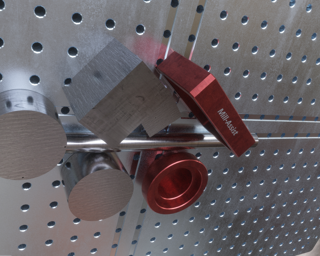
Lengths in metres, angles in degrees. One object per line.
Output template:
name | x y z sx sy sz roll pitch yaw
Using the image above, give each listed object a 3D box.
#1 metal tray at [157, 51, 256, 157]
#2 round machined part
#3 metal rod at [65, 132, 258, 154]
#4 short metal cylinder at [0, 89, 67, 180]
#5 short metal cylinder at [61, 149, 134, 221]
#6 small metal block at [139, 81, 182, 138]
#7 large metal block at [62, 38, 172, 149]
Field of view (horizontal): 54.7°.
metal tray | 0.058 -0.028 0.383 0.030 0.090 0.130 -43 129 1
round machined part | 0.018 0.076 0.457 0.099 0.042 0.097 -14 124 -21
metal rod | 0.019 0.019 0.433 0.303 0.025 0.025 1 118 -29
short metal cylinder | -0.142 0.007 0.320 0.081 0.050 0.079 -14 124 -21
short metal cylinder | -0.080 0.070 0.394 0.081 0.050 0.079 -14 124 -21
small metal block | -0.007 -0.024 0.392 0.050 0.025 0.050 -34 129 -6
large metal block | -0.048 -0.039 0.325 0.080 0.080 0.050 -44 130 2
